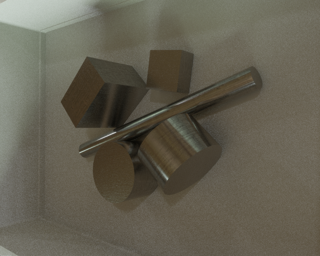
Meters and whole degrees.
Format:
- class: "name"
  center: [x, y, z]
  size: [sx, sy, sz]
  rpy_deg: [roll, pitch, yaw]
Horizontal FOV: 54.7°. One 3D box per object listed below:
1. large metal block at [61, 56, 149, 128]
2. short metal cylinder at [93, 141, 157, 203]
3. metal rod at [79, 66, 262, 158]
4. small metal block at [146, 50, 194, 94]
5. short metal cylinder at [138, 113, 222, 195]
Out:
- class: "large metal block"
  center: [-0.076, -0.046, 0.430]
  size: [0.080, 0.081, 0.050]
  rpy_deg: [-51, 61, 28]
- class: "short metal cylinder"
  center: [-0.046, 0.058, 0.424]
  size: [0.080, 0.050, 0.079]
  rpy_deg: [0, 90, 39]
- class: "metal rod"
  center: [-0.010, -0.008, 0.412]
  size: [0.299, 0.025, 0.025]
  rpy_deg: [-22, 76, 37]
- class: "small metal block"
  center: [0.012, -0.072, 0.393]
  size: [0.050, 0.025, 0.050]
  rpy_deg: [11, 97, 39]
- class: "short metal cylinder"
  center: [0.022, 0.030, 0.349]
  size: [0.050, 0.081, 0.080]
  rpy_deg: [50, 119, 28]
